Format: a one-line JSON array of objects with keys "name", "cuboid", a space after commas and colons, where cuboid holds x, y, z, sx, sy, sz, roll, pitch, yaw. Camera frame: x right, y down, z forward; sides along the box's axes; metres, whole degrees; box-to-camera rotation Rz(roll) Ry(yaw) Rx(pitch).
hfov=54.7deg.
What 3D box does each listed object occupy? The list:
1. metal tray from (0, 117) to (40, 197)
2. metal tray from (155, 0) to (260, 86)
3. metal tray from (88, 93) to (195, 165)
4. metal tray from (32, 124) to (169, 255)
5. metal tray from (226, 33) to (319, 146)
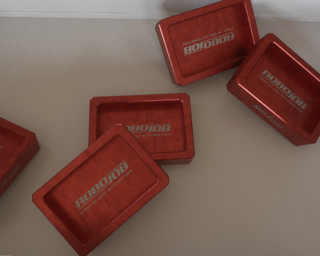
[{"name": "metal tray", "cuboid": [-0.222, 0.045, 0.369, 0.090, 0.030, 0.130, 24, 56, 8]}, {"name": "metal tray", "cuboid": [0.069, -0.121, 0.428, 0.131, 0.030, 0.089, -20, 104, -8]}, {"name": "metal tray", "cuboid": [-0.024, 0.003, 0.405, 0.131, 0.030, 0.090, -3, 70, -2]}, {"name": "metal tray", "cuboid": [-0.066, 0.069, 0.357, 0.130, 0.030, 0.090, -41, 89, -3]}, {"name": "metal tray", "cuboid": [0.163, -0.049, 0.406, 0.130, 0.030, 0.090, 38, 73, -6]}]
